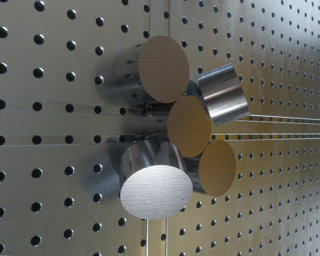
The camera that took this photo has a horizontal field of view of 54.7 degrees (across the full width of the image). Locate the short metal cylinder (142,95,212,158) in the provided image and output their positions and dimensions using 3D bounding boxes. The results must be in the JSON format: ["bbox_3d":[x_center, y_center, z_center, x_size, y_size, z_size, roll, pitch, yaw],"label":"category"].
[{"bbox_3d":[0.023,-0.002,0.414,0.081,0.050,0.079,0,90,-40],"label":"short metal cylinder"}]

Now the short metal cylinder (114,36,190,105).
[{"bbox_3d":[-0.009,-0.069,0.386,0.081,0.050,0.079,0,90,-40],"label":"short metal cylinder"}]

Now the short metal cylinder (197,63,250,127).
[{"bbox_3d":[0.091,-0.047,0.445,0.080,0.050,0.080,-21,90,-78],"label":"short metal cylinder"}]

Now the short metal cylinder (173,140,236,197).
[{"bbox_3d":[0.065,0.056,0.450,0.081,0.050,0.079,0,90,-40],"label":"short metal cylinder"}]

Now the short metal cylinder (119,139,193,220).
[{"bbox_3d":[-0.007,0.060,0.362,0.081,0.050,0.079,-5,121,-7],"label":"short metal cylinder"}]
